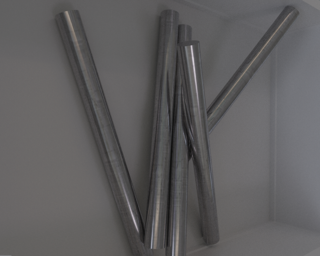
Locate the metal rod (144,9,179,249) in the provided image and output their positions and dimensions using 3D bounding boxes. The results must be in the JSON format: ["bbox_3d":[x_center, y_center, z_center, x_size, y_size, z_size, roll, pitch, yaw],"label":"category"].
[{"bbox_3d":[0.003,-0.006,0.392,0.025,0.025,0.299,12,77,-39],"label":"metal rod"}]

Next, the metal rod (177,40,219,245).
[{"bbox_3d":[0.055,0.038,0.406,0.025,0.025,0.298,-32,124,-35],"label":"metal rod"}]

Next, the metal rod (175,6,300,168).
[{"bbox_3d":[0.104,-0.055,0.439,0.025,0.025,0.300,43,81,-32],"label":"metal rod"}]

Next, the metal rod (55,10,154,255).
[{"bbox_3d":[-0.058,0.020,0.357,0.025,0.025,0.298,-25,106,-37],"label":"metal rod"}]

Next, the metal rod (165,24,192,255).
[{"bbox_3d":[0.026,0.007,0.403,0.025,0.025,0.299,13,75,-39],"label":"metal rod"}]
